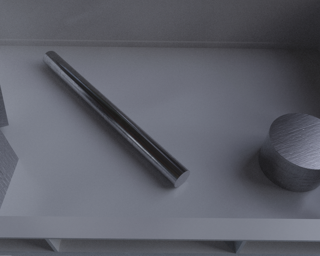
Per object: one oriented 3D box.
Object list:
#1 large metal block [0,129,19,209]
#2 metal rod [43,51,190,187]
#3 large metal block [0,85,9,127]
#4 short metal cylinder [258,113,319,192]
[{"bbox_3d":[-0.202,0.044,0.330,0.050,0.080,0.080,1,50,0],"label":"large metal block"},{"bbox_3d":[-0.075,-0.027,0.426,0.025,0.025,0.300,-35,59,-26],"label":"metal rod"},{"bbox_3d":[-0.242,-0.038,0.379,0.081,0.079,0.050,-17,32,-33],"label":"large metal block"},{"bbox_3d":[0.164,0.028,0.367,0.081,0.050,0.080,0,50,0],"label":"short metal cylinder"}]
